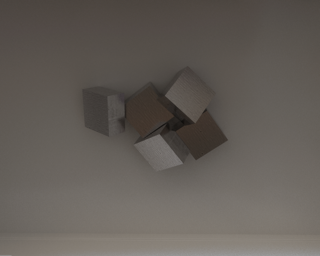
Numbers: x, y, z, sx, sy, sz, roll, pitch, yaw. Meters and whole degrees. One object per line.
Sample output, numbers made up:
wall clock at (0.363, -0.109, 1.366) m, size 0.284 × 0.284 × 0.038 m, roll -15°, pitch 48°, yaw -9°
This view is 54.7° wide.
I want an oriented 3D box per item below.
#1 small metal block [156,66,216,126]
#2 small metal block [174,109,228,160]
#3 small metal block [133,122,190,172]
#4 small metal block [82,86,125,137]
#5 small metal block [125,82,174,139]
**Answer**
small metal block at (0.033, -0.039, 0.383) m, size 0.050 × 0.025 × 0.050 m, roll 41°, pitch 70°, yaw -14°
small metal block at (0.054, 0.006, 0.413) m, size 0.050 × 0.025 × 0.050 m, roll -34°, pitch 107°, yaw 11°
small metal block at (0.002, 0.026, 0.407) m, size 0.050 × 0.025 × 0.050 m, roll -23°, pitch 112°, yaw 41°
small metal block at (-0.070, -0.022, 0.386) m, size 0.050 × 0.025 × 0.050 m, roll 18°, pitch 116°, yaw 40°
small metal block at (-0.017, -0.023, 0.401) m, size 0.050 × 0.025 × 0.050 m, roll -36°, pitch 107°, yaw 12°
